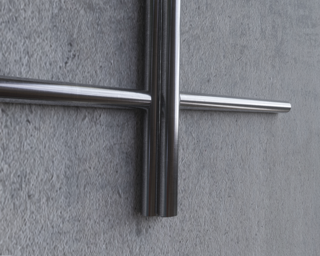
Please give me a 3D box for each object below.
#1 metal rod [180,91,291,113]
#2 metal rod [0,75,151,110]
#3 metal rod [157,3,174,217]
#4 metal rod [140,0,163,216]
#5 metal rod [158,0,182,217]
[{"bbox_3d":[0.135,-0.040,0.522,0.302,0.025,0.025,-1,91,-40],"label":"metal rod"},{"bbox_3d":[-0.134,-0.036,0.294,0.302,0.025,0.025,0,90,-40],"label":"metal rod"},{"bbox_3d":[0.009,-0.033,0.417,0.025,0.025,0.298,2,89,-40],"label":"metal rod"},{"bbox_3d":[-0.010,-0.039,0.401,0.025,0.025,0.298,2,89,-40],"label":"metal rod"},{"bbox_3d":[0.013,-0.040,0.392,0.025,0.025,0.298,2,89,-40],"label":"metal rod"}]
